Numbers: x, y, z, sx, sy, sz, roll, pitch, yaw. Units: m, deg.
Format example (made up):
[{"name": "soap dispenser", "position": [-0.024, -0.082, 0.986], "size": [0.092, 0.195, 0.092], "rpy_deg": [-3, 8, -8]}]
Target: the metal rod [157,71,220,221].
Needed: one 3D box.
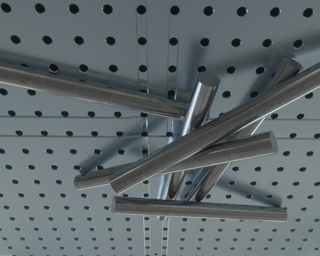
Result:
[{"name": "metal rod", "position": [0.028, 0.049, 0.431], "size": [0.025, 0.025, 0.298], "rpy_deg": [7, 137, -6]}]

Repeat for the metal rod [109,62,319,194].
[{"name": "metal rod", "position": [0.077, -0.005, 0.350], "size": [0.300, 0.025, 0.025], "rpy_deg": [-29, 125, 7]}]

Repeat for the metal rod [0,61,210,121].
[{"name": "metal rod", "position": [-0.086, -0.045, 0.372], "size": [0.302, 0.025, 0.025], "rpy_deg": [11, 129, -10]}]

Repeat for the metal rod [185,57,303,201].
[{"name": "metal rod", "position": [0.098, 0.033, 0.440], "size": [0.025, 0.025, 0.298], "rpy_deg": [16, 128, -13]}]

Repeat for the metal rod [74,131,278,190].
[{"name": "metal rod", "position": [-0.002, 0.050, 0.405], "size": [0.300, 0.025, 0.025], "rpy_deg": [-16, 130, 32]}]

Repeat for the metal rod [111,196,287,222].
[{"name": "metal rod", "position": [0.074, 0.130, 0.491], "size": [0.302, 0.025, 0.025], "rpy_deg": [9, 130, -20]}]
